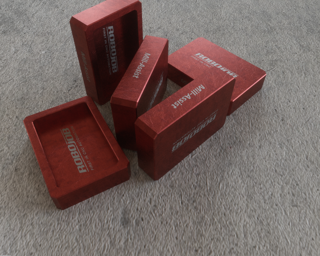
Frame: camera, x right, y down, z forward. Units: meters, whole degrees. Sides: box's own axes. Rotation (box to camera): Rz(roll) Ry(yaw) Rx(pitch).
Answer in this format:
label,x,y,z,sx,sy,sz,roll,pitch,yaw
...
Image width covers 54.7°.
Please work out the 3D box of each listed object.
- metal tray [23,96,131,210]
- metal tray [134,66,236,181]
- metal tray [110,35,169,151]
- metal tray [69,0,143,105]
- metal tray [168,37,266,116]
label,x,y,z,sx,sy,sz,roll,pitch,yaw
metal tray,-0.103,0.024,0.380,0.091,0.030,0.130,-23,54,-19
metal tray,0.031,-0.006,0.367,0.131,0.089,0.030,-36,59,-27
metal tray,-0.021,-0.046,0.401,0.030,0.089,0.130,13,51,10
metal tray,-0.065,-0.104,0.423,0.030,0.129,0.090,36,58,26
metal tray,0.080,-0.083,0.472,0.091,0.030,0.130,-37,59,-27
